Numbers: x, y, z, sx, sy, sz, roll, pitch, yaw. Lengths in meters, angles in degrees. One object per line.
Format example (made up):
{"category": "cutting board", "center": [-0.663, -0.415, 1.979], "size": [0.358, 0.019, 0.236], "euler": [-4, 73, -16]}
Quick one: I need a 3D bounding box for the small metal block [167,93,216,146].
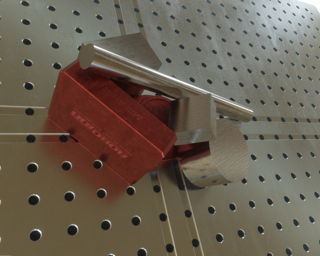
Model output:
{"category": "small metal block", "center": [0.038, -0.010, 0.364], "size": [0.025, 0.050, 0.050], "euler": [57, 32, -47]}

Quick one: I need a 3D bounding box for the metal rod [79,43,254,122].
{"category": "metal rod", "center": [0.036, -0.044, 0.395], "size": [0.302, 0.025, 0.025], "euler": [12, 54, -45]}

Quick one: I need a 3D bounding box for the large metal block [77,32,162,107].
{"category": "large metal block", "center": [-0.057, -0.066, 0.381], "size": [0.081, 0.080, 0.050], "euler": [-23, 75, -37]}

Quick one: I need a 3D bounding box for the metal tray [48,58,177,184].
{"category": "metal tray", "center": [-0.056, -0.003, 0.338], "size": [0.130, 0.090, 0.030], "euler": [40, 51, -2]}

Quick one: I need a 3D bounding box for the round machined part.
{"category": "round machined part", "center": [-0.005, -0.003, 0.401], "size": [0.099, 0.042, 0.098], "euler": [14, 56, -21]}

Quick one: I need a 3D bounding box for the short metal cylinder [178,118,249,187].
{"category": "short metal cylinder", "center": [0.069, 0.033, 0.396], "size": [0.081, 0.050, 0.080], "euler": [17, 64, -39]}
